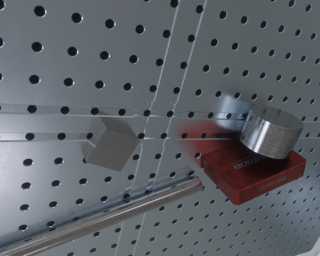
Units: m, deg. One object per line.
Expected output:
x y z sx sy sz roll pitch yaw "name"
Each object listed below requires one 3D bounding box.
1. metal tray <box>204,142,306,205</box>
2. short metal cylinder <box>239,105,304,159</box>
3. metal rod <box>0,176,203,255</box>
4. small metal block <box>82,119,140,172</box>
0.146 0.059 0.485 0.131 0.090 0.030 -18 126 -18 "metal tray"
0.168 0.004 0.471 0.081 0.080 0.050 -1 119 -28 "short metal cylinder"
-0.074 0.130 0.451 0.302 0.025 0.025 -16 125 -19 "metal rod"
-0.062 0.023 0.392 0.050 0.025 0.050 23 106 -37 "small metal block"
